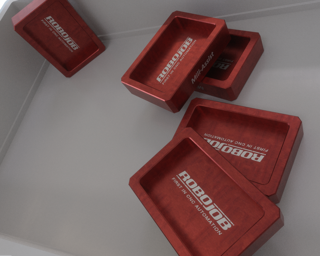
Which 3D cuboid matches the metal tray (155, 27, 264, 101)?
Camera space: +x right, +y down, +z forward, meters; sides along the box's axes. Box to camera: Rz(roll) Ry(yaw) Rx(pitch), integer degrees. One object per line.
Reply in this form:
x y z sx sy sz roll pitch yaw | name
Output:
0.062 -0.096 0.428 0.130 0.030 0.090 22 73 36 | metal tray

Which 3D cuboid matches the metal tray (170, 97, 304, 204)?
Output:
0.080 0.020 0.348 0.130 0.030 0.090 15 69 34 | metal tray

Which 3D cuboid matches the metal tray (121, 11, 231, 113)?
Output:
0.021 -0.091 0.408 0.090 0.030 0.130 28 77 37 | metal tray

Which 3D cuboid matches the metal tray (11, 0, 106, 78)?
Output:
-0.165 -0.156 0.521 0.090 0.130 0.030 -37 51 3 | metal tray

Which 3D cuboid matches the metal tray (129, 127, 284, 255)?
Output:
0.038 0.069 0.300 0.090 0.030 0.130 -43 51 -2 | metal tray
